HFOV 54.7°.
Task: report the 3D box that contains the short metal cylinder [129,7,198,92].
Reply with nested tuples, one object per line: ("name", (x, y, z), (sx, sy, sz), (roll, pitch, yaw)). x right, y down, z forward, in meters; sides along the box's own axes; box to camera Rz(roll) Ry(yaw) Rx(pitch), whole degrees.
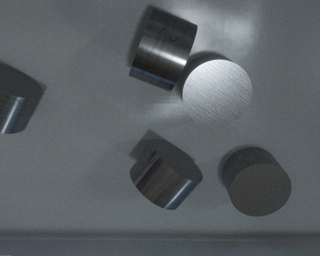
("short metal cylinder", (0.002, -0.087, 0.350), (0.050, 0.080, 0.079), (21, 109, -8))

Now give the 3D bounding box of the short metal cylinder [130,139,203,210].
("short metal cylinder", (0.008, 0.059, 0.404), (0.080, 0.080, 0.050), (34, 107, -12))

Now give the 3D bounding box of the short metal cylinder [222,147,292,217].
("short metal cylinder", (0.131, 0.073, 0.426), (0.081, 0.050, 0.079), (0, 110, 0))

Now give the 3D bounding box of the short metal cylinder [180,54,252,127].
("short metal cylinder", (0.066, -0.047, 0.381), (0.081, 0.050, 0.079), (0, 110, 0))

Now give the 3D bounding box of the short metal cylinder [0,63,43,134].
("short metal cylinder", (-0.188, -0.037, 0.367), (0.080, 0.080, 0.050), (30, 107, -11))
